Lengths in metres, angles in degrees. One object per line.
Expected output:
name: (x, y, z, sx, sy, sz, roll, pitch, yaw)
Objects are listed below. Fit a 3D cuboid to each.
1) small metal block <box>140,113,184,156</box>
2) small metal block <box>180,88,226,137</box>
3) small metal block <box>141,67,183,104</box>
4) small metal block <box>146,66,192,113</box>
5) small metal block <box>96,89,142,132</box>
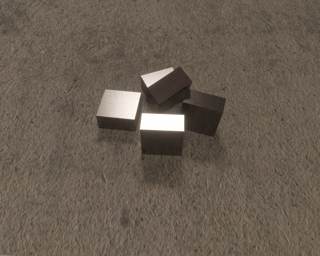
small metal block: (0.003, 0.009, 0.380, 0.050, 0.050, 0.025, 2, 50, 1)
small metal block: (0.053, -0.019, 0.401, 0.050, 0.050, 0.025, 15, 52, 5)
small metal block: (0.005, -0.058, 0.452, 0.050, 0.025, 0.050, -18, 53, -15)
small metal block: (0.010, -0.046, 0.398, 0.050, 0.050, 0.025, -35, 81, -11)
small metal block: (-0.054, -0.024, 0.423, 0.050, 0.025, 0.050, 6, 50, 4)
